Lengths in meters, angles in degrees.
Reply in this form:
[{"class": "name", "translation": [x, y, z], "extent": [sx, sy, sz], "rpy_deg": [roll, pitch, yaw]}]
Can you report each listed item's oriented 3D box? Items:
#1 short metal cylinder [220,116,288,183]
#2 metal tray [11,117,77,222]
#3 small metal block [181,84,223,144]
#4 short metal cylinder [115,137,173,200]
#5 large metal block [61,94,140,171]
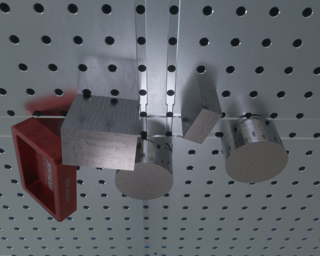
[{"class": "short metal cylinder", "translation": [0.125, 0.030, 0.422], "extent": [0.081, 0.050, 0.079], "rpy_deg": [0, 130, 0]}, {"class": "metal tray", "translation": [-0.156, 0.059, 0.424], "extent": [0.090, 0.030, 0.129], "rpy_deg": [33, 134, 23]}, {"class": "small metal block", "translation": [0.049, -0.017, 0.381], "extent": [0.025, 0.050, 0.050], "rpy_deg": [18, 128, -15]}, {"class": "short metal cylinder", "translation": [-0.022, 0.059, 0.445], "extent": [0.081, 0.050, 0.079], "rpy_deg": [0, 130, 0]}, {"class": "large metal block", "translation": [-0.068, 0.003, 0.373], "extent": [0.081, 0.080, 0.050], "rpy_deg": [6, 122, -5]}]
